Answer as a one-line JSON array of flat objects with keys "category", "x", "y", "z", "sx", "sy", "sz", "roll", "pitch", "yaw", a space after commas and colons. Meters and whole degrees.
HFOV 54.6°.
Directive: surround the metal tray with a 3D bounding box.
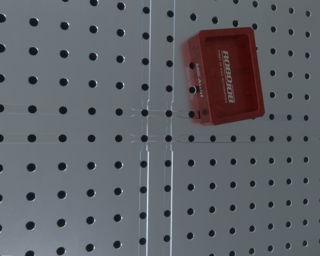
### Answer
[{"category": "metal tray", "x": 0.097, "y": -0.074, "z": 0.444, "sx": 0.091, "sy": 0.030, "sz": 0.129, "roll": -10, "pitch": 94, "yaw": -20}]
